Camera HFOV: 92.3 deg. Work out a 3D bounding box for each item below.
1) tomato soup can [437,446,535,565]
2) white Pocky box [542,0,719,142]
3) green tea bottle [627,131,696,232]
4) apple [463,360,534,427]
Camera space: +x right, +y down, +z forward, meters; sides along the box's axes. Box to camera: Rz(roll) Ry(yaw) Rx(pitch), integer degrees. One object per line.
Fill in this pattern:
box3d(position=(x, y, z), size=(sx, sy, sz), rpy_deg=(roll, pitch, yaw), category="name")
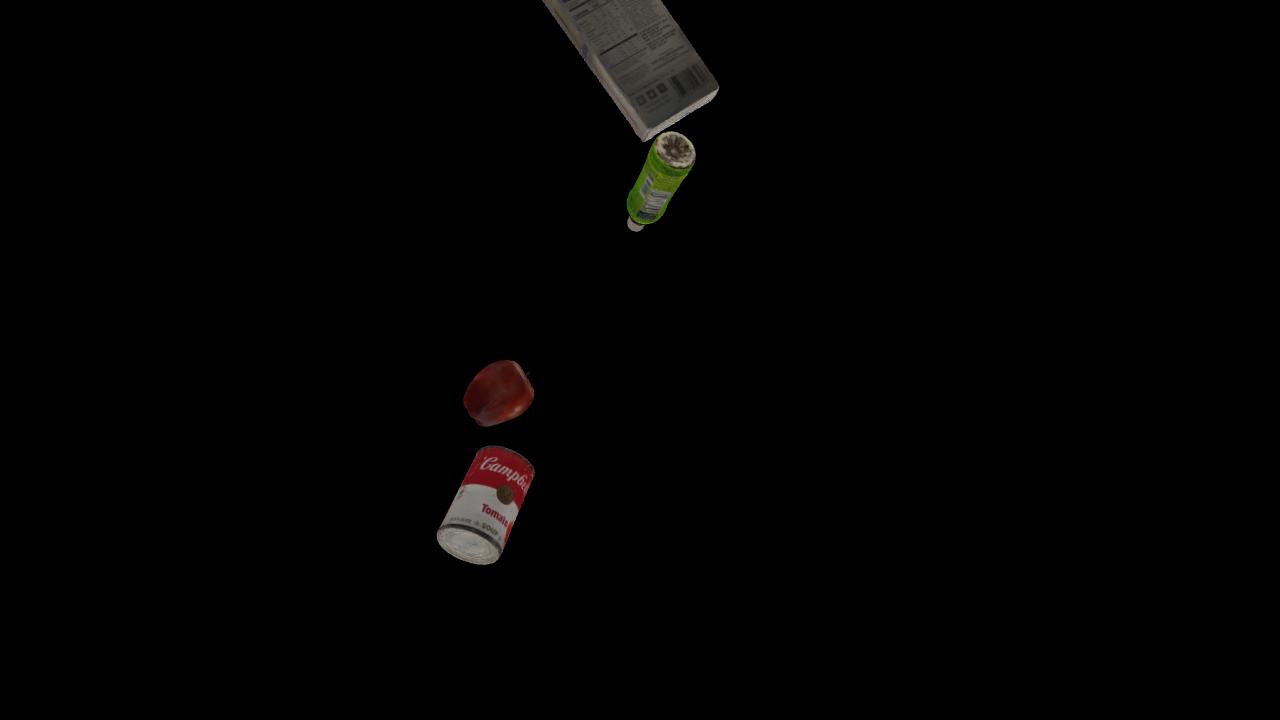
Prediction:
box3d(position=(-0.157, 0.148, 0.632), size=(0.068, 0.068, 0.101), rpy_deg=(0, 42, 18), category="tomato soup can")
box3d(position=(-0.008, -0.272, 0.526), size=(0.084, 0.154, 0.028), rpy_deg=(-36, 2, -14), category="white Pocky box")
box3d(position=(0.021, -0.276, 0.999), size=(0.073, 0.073, 0.212), rpy_deg=(0, -20, -20), category="green tea bottle")
box3d(position=(-0.183, 0.042, 0.803), size=(0.093, 0.079, 0.079), rpy_deg=(-34, 5, -8), category="apple")
